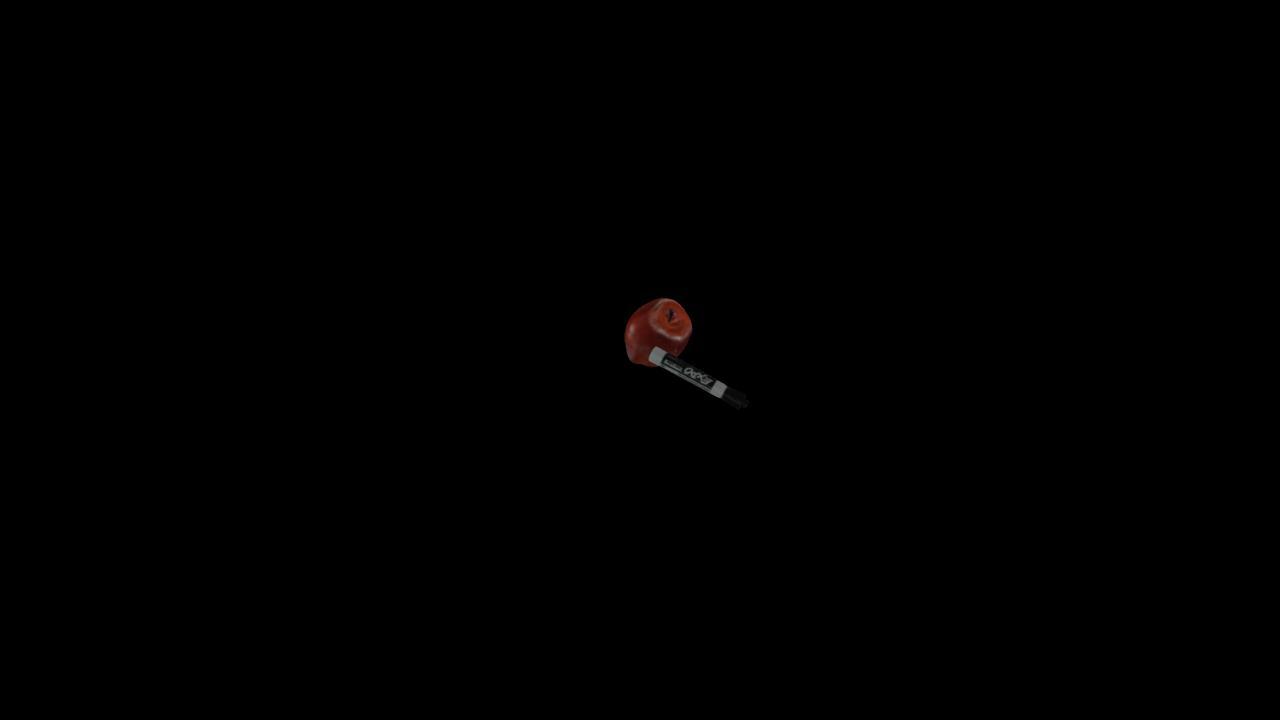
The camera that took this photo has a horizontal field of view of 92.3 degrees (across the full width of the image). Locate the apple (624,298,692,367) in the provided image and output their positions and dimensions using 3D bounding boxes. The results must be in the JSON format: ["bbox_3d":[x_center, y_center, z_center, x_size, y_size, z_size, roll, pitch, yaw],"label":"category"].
[{"bbox_3d":[0.020,-0.033,0.741,0.079,0.079,0.093,0,-28,-30],"label":"apple"}]

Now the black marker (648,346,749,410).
[{"bbox_3d":[0.066,0.021,0.684,0.121,0.020,0.020,29,7,12],"label":"black marker"}]
